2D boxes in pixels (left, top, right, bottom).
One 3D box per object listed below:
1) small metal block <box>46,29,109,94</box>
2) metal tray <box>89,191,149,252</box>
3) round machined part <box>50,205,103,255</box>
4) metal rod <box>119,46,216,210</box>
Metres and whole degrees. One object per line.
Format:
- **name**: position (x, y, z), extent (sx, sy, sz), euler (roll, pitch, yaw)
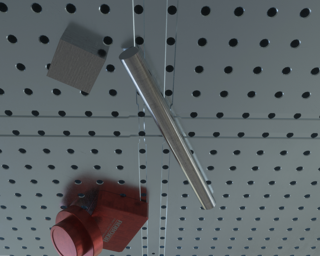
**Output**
- **small metal block**: position (-0.092, -0.074, 0.348), extent (0.050, 0.025, 0.050), euler (23, 126, -19)
- **metal tray**: position (-0.086, 0.170, 0.552), extent (0.091, 0.030, 0.129), euler (20, 127, -17)
- **round machined part**: position (-0.146, 0.184, 0.521), extent (0.098, 0.042, 0.097), euler (14, 114, 34)
- **metal rod**: position (0.024, 0.022, 0.430), extent (0.025, 0.025, 0.299), euler (-18, 128, 14)
